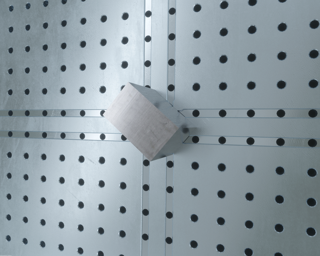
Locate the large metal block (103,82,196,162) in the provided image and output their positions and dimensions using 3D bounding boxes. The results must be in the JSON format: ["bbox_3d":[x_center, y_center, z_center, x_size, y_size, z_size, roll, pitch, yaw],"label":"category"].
[{"bbox_3d":[-0.010,-0.008,0.387,0.080,0.080,0.050,43,104,14],"label":"large metal block"}]
